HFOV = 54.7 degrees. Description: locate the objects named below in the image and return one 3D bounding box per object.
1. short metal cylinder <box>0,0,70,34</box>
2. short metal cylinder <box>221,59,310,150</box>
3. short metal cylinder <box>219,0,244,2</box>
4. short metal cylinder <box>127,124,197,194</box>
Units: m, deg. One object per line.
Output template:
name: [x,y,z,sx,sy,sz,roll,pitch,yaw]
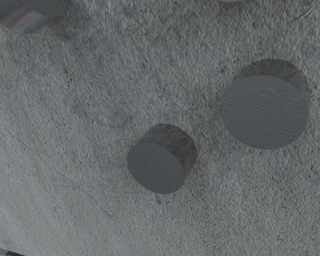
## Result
short metal cylinder: [-0.153,-0.156,0.356,0.050,0.080,0.080,-14,111,34]
short metal cylinder: [0.109,-0.025,0.318,0.080,0.050,0.079,13,124,21]
short metal cylinder: [0.068,-0.152,0.260,0.080,0.050,0.079,13,124,21]
short metal cylinder: [0.003,0.041,0.414,0.080,0.050,0.079,13,124,21]
